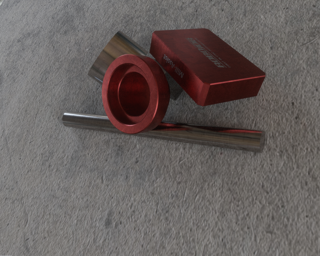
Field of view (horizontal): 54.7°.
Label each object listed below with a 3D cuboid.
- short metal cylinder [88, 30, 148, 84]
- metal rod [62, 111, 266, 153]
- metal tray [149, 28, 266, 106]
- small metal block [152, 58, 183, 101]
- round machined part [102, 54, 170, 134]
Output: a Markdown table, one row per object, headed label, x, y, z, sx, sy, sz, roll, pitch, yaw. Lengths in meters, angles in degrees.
| label | x | y | z | sx | sy | sz | roll | pitch | yaw |
| --- | --- | --- | --- | --- | --- | --- | --- | --- | --- |
| short metal cylinder | -0.061 | -0.095 | 0.454 | 0.080 | 0.050 | 0.080 | -51 | 11 | 15 |
| metal rod | -0.017 | 0.001 | 0.414 | 0.300 | 0.025 | 0.025 | 6 | 65 | 31 |
| metal tray | 0.055 | -0.083 | 0.391 | 0.091 | 0.030 | 0.130 | -12 | 46 | -27 |
| small metal block | 0.001 | -0.069 | 0.429 | 0.050 | 0.050 | 0.025 | 26 | 76 | 37 |
| round machined part | -0.026 | -0.043 | 0.394 | 0.098 | 0.042 | 0.097 | 7 | 101 | 39 |
